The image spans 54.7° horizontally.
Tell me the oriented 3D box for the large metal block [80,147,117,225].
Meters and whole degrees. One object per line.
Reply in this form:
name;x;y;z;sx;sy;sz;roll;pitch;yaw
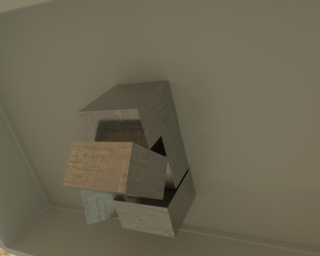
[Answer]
large metal block;-0.092;0.079;0.456;0.050;0.080;0.079;-11;123;-15

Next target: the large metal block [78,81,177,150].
large metal block;-0.036;-0.016;0.378;0.080;0.080;0.050;-1;118;28

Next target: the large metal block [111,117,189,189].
large metal block;-0.014;0.032;0.419;0.080;0.050;0.080;-1;118;28

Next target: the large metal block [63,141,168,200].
large metal block;-0.047;0.049;0.352;0.080;0.080;0.050;-1;73;28

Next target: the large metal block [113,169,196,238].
large metal block;-0.005;0.098;0.432;0.080;0.080;0.050;1;119;27
